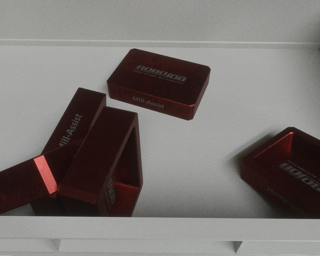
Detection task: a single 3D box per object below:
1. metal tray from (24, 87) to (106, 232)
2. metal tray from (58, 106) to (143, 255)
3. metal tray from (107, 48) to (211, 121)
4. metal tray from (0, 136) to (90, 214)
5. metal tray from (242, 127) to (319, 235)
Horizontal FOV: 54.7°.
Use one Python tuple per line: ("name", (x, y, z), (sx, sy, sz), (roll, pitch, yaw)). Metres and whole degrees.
("metal tray", (-0.093, 0.032, 0.332), (0.030, 0.089, 0.130), (14, 51, 2))
("metal tray", (-0.046, 0.055, 0.290), (0.030, 0.129, 0.090), (13, 51, 10))
("metal tray", (0.000, -0.068, 0.459), (0.130, 0.030, 0.090), (17, 52, 13))
("metal tray", (-0.108, 0.039, 0.295), (0.090, 0.130, 0.030), (-22, 94, 14))
("metal tray", (0.166, 0.056, 0.335), (0.091, 0.030, 0.130), (-28, 41, -23))
